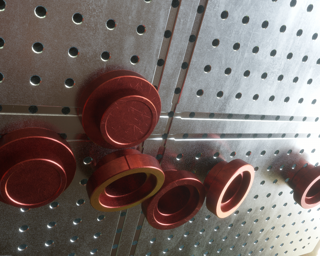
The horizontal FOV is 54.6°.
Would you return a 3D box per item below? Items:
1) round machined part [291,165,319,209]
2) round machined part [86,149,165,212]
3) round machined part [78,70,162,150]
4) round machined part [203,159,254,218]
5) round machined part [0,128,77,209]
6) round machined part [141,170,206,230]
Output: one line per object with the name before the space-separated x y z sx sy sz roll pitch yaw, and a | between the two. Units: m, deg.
round machined part | 0.313 0.116 0.641 0.099 0.042 0.097 -14 124 -21
round machined part | -0.047 0.064 0.402 0.099 0.042 0.098 -18 143 -14
round machined part | -0.043 -0.015 0.367 0.099 0.042 0.097 -14 124 -21
round machined part | 0.106 0.093 0.503 0.099 0.042 0.097 -26 131 -34
round machined part | -0.145 0.052 0.353 0.099 0.042 0.097 -14 124 -21
round machined part | 0.017 0.104 0.473 0.099 0.042 0.097 -14 124 -21
